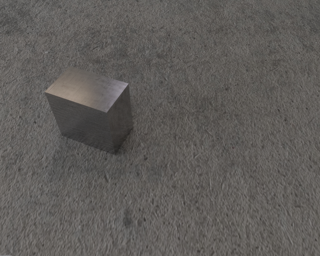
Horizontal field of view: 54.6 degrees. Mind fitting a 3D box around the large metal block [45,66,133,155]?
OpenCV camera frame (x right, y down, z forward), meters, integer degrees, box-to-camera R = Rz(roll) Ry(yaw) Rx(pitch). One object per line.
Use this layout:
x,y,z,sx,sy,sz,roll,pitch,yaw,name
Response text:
-0.083,-0.021,0.385,0.080,0.080,0.050,18,53,15,large metal block
